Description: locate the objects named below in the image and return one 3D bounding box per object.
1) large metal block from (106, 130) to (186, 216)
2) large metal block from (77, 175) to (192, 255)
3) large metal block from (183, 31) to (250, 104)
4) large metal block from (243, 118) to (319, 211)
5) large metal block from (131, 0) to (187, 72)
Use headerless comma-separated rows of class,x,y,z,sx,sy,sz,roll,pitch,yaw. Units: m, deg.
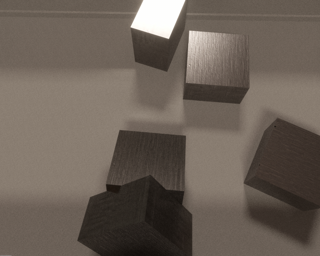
large metal block,-0.013,0.051,0.362,0.080,0.050,0.080,5,44,1
large metal block,-0.022,0.102,0.320,0.080,0.080,0.050,-24,36,25
large metal block,0.076,-0.083,0.428,0.080,0.050,0.080,5,70,1
large metal block,0.161,0.046,0.382,0.080,0.050,0.080,25,72,8
large metal block,0.001,-0.139,0.431,0.050,0.080,0.080,19,71,6
